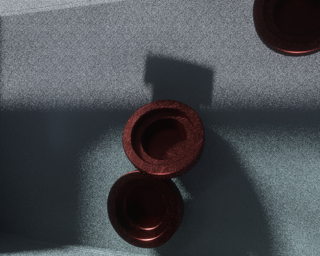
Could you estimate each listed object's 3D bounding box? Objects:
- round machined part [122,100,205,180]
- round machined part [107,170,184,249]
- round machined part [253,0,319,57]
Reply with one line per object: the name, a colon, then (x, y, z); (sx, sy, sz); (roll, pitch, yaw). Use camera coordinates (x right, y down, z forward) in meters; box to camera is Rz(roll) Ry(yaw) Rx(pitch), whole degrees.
round machined part: (0.007, 0.017, 0.385); (0.098, 0.042, 0.098); (-4, 63, 9)
round machined part: (-0.016, 0.101, 0.405); (0.098, 0.042, 0.097); (1, 92, 20)
round machined part: (0.156, -0.128, 0.347); (0.098, 0.042, 0.097); (0, 90, 19)
